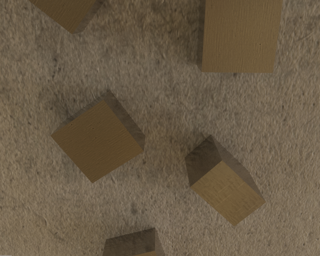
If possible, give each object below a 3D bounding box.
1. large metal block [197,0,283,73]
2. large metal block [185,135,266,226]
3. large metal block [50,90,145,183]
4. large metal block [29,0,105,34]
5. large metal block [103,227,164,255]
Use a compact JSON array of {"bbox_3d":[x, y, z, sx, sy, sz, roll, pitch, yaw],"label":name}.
[{"bbox_3d":[0.087,-0.108,0.358,0.081,0.050,0.079,0,110,-1],"label":"large metal block"},{"bbox_3d":[0.081,0.066,0.406,0.080,0.080,0.050,43,104,-15],"label":"large metal block"},{"bbox_3d":[-0.076,0.010,0.399,0.080,0.050,0.080,-33,107,11],"label":"large metal block"},{"bbox_3d":[-0.100,-0.161,0.336,0.080,0.050,0.080,38,106,-13],"label":"large metal block"},{"bbox_3d":[-0.035,0.209,0.473,0.080,0.050,0.080,-15,110,5],"label":"large metal block"}]
